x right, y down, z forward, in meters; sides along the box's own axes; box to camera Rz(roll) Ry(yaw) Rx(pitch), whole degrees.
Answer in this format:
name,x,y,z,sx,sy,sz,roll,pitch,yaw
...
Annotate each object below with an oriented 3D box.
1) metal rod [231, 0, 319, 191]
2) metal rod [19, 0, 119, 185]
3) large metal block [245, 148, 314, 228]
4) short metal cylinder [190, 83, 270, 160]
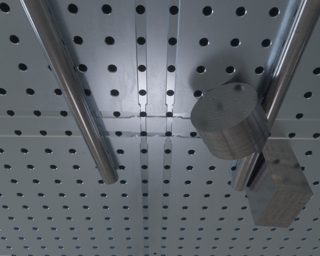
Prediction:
name,x,y,z,sx,sy,sz,roll,pitch,yaw
metal rod,0.138,-0.023,0.393,0.025,0.025,0.298,4,130,-4
metal rod,-0.102,-0.034,0.381,0.025,0.025,0.298,-8,130,6
large metal block,0.167,0.087,0.451,0.050,0.080,0.079,6,130,-6
short metal cylinder,0.084,-0.009,0.369,0.080,0.080,0.050,-23,127,18
